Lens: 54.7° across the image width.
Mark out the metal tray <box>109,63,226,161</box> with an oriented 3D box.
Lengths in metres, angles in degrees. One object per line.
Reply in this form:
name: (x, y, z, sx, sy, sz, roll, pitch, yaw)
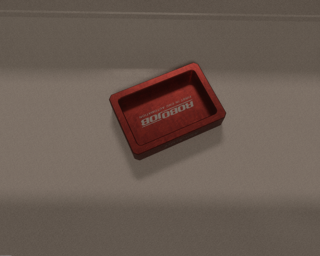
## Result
metal tray: (0.009, -0.024, 0.415, 0.131, 0.030, 0.090, -23, 72, -9)
